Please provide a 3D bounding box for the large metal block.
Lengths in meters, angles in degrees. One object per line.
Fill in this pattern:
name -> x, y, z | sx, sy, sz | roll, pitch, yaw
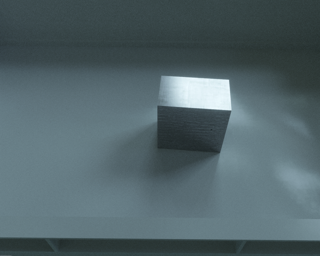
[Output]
large metal block -> 0.039, -0.015, 0.383 | 0.080, 0.080, 0.050 | 4, 50, 3
